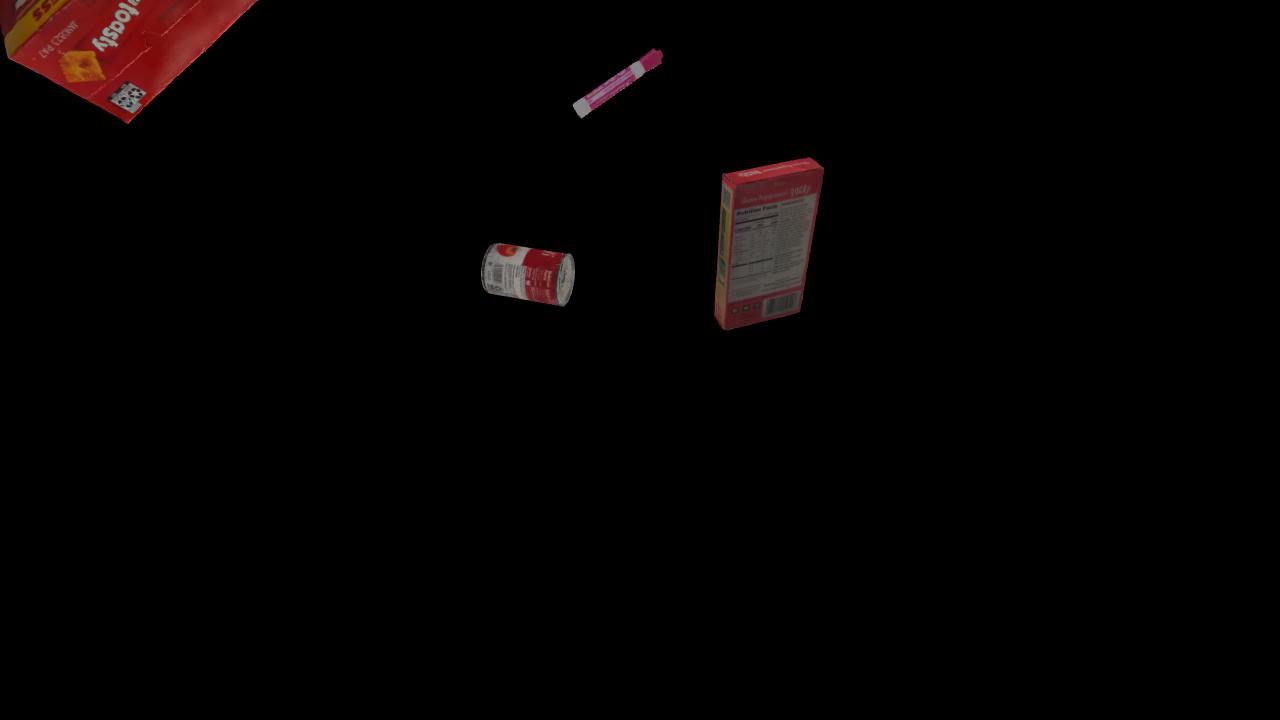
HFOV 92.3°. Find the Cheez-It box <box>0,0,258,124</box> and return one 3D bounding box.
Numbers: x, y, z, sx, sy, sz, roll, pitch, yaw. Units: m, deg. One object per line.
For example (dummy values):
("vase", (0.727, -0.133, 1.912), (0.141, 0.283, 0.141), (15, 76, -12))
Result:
("Cheez-It box", (-0.332, -0.286, 0.397), (0.166, 0.223, 0.071), (-39, -22, 6))

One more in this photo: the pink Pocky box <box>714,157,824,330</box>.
("pink Pocky box", (0.114, -0.102, 0.562), (0.084, 0.155, 0.029), (-15, 44, -12))

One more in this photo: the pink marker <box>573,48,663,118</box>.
("pink marker", (-0.025, -0.327, 0.724), (0.121, 0.020, 0.020), (-34, -1, 1))

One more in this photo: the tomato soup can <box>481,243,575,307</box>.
("tomato soup can", (-0.141, -0.108, 0.780), (0.101, 0.068, 0.068), (10, 2, 10))
